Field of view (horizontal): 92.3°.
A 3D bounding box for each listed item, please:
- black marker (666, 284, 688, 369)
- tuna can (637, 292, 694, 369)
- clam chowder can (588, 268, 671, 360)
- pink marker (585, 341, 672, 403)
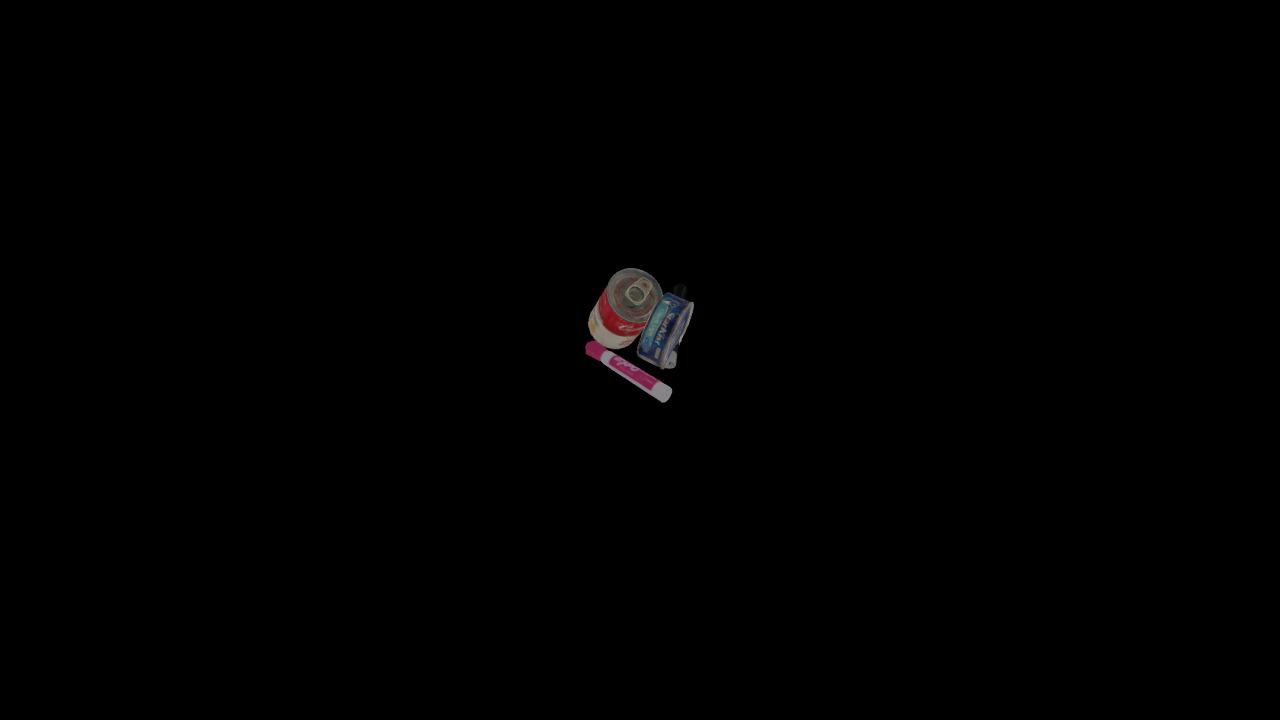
[{"bbox_3d":[0.043,-0.045,0.756,0.020,0.121,0.020,8,-32,5],"label":"black marker"},{"bbox_3d":[0.029,-0.034,0.701,0.034,0.084,0.084,26,5,10],"label":"tuna can"},{"bbox_3d":[-0.020,-0.059,0.745,0.068,0.068,0.102,0,-17,-19],"label":"clam chowder can"},{"bbox_3d":[-0.016,0.010,0.684,0.121,0.020,0.020,32,17,29],"label":"pink marker"}]
